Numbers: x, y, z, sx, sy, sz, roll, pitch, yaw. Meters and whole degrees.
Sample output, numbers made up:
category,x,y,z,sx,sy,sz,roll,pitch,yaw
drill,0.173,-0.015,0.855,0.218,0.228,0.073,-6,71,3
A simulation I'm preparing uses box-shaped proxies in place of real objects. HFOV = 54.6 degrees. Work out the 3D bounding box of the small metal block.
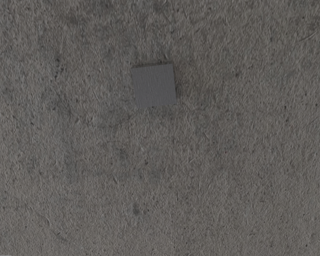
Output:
category,x,y,z,sx,sy,sz,roll,pitch,yaw
small metal block,-0.007,-0.055,0.389,0.050,0.025,0.050,-7,110,2
